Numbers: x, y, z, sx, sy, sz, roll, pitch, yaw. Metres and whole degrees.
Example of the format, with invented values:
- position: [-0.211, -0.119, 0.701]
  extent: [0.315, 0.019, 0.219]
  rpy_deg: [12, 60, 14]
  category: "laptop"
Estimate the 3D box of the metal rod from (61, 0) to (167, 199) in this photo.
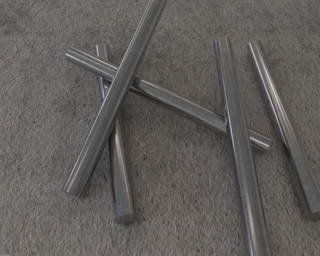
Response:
- position: [-0.049, -0.057, 0.397]
  extent: [0.025, 0.025, 0.300]
  rpy_deg: [15, 68, 12]
  category: "metal rod"

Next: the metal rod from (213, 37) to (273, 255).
- position: [0.091, 0.011, 0.360]
  extent: [0.025, 0.025, 0.299]
  rpy_deg: [-1, 60, -1]
  category: "metal rod"

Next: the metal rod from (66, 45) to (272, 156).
- position: [0.003, -0.043, 0.417]
  extent: [0.301, 0.025, 0.025]
  rpy_deg: [27, 55, 13]
  category: "metal rod"

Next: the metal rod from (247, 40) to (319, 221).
- position: [0.162, -0.022, 0.422]
  extent: [0.025, 0.025, 0.300]
  rpy_deg: [-1, 50, -1]
  category: "metal rod"

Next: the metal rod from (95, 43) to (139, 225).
- position: [-0.064, -0.017, 0.416]
  extent: [0.025, 0.025, 0.300]
  rpy_deg: [-9, 51, -8]
  category: "metal rod"
